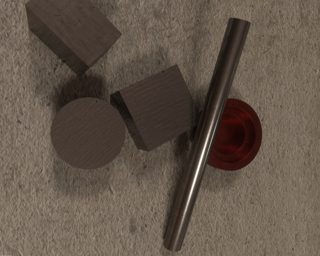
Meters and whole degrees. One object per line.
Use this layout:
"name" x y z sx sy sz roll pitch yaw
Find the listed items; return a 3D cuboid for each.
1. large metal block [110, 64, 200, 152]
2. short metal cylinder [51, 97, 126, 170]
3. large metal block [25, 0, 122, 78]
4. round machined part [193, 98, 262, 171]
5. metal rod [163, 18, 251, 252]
"large metal block" -0.005 -0.025 0.395 0.081 0.050 0.080 -28 100 -18
"short metal cylinder" -0.086 0.006 0.365 0.081 0.050 0.079 0 90 -21
"large metal block" -0.097 -0.107 0.344 0.080 0.080 0.050 45 76 -15
"round machined part" 0.090 0.009 0.435 0.099 0.042 0.097 0 90 -21
"metal rod" 0.054 0.019 0.385 0.025 0.025 0.298 10 104 -20
